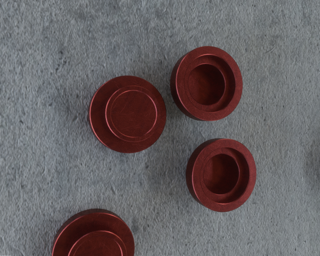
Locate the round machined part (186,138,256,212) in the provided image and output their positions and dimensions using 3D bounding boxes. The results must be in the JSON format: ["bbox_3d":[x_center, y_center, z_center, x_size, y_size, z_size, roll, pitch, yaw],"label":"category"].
[{"bbox_3d":[0.080,0.063,0.429,0.099,0.042,0.097,0,90,-20],"label":"round machined part"}]

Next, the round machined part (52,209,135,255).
[{"bbox_3d":[-0.078,0.151,0.372,0.099,0.042,0.097,0,90,-20],"label":"round machined part"}]

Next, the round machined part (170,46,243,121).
[{"bbox_3d":[0.059,-0.058,0.421,0.099,0.042,0.097,0,90,-20],"label":"round machined part"}]

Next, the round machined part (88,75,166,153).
[{"bbox_3d":[-0.038,-0.017,0.386,0.099,0.042,0.097,0,90,-20],"label":"round machined part"}]
